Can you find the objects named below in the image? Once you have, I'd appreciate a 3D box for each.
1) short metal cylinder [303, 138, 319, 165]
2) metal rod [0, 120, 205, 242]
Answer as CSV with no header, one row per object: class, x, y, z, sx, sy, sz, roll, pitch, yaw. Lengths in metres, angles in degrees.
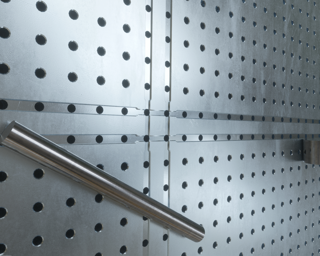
short metal cylinder,0.354,0.049,0.670,0.081,0.080,0.050,-4,93,-40
metal rod,-0.044,0.080,0.372,0.301,0.025,0.025,37,67,-34
